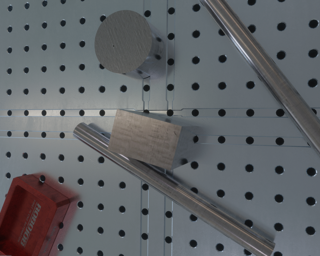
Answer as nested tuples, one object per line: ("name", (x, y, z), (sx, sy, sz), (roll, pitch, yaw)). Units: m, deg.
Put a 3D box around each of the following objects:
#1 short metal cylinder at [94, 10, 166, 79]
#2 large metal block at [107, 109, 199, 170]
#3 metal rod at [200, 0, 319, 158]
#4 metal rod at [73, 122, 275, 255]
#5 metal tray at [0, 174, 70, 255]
("short metal cylinder", (-0.039, -0.109, 0.413), (0.080, 0.050, 0.079), (0, 90, 20))
("large metal block", (-0.005, 0.012, 0.385), (0.080, 0.080, 0.050), (16, 95, 19))
("metal rod", (0.114, -0.087, 0.372), (0.025, 0.025, 0.299), (-37, 79, 16))
("metal rod", (0.006, 0.075, 0.410), (0.300, 0.025, 0.025), (30, 100, 17))
("metal tray", (-0.205, 0.150, 0.482), (0.090, 0.030, 0.129), (27, 99, 18))
